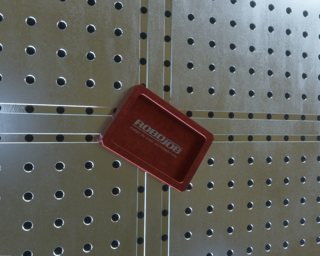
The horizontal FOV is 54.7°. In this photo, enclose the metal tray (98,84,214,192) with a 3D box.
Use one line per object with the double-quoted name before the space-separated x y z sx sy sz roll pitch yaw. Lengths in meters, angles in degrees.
"metal tray" -0.003 0.015 0.409 0.130 0.030 0.090 34 79 -17
